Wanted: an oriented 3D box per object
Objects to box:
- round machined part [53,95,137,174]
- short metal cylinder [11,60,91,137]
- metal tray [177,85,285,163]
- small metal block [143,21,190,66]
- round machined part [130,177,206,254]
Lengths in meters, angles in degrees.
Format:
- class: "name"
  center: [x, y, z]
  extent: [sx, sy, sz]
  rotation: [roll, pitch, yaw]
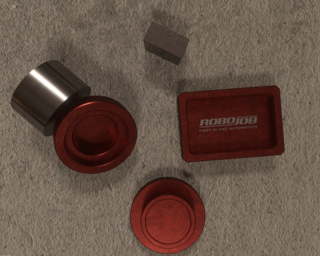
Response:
- class: "round machined part"
  center: [-0.081, 0.005, 0.386]
  extent: [0.099, 0.042, 0.097]
  rotation: [-10, 119, -19]
- class: "short metal cylinder"
  center: [-0.131, -0.036, 0.380]
  extent: [0.050, 0.080, 0.080]
  rotation: [40, 90, 2]
- class: "metal tray"
  center: [0.091, -0.005, 0.408]
  extent: [0.131, 0.030, 0.089]
  rotation: [-4, 90, -1]
- class: "small metal block"
  center: [0.008, -0.107, 0.398]
  extent: [0.050, 0.050, 0.025]
  rotation: [26, 90, -1]
- class: "round machined part"
  center: [0.010, 0.115, 0.402]
  extent: [0.099, 0.042, 0.097]
  rotation: [0, 90, -1]
